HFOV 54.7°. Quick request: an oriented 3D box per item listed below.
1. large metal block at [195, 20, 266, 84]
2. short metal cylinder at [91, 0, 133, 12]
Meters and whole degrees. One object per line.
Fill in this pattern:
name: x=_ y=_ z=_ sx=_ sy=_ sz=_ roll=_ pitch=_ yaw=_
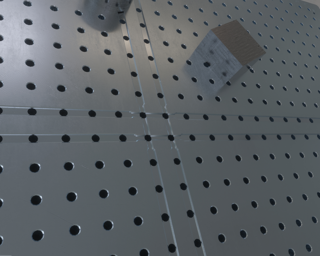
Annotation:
large metal block: x=0.123 y=-0.134 z=0.540 sx=0.081 sy=0.050 sz=0.080 roll=-32 pitch=80 yaw=-38
short metal cylinder: x=-0.075 y=-0.234 z=0.495 sx=0.081 sy=0.050 sz=0.080 roll=14 pitch=56 yaw=-21
